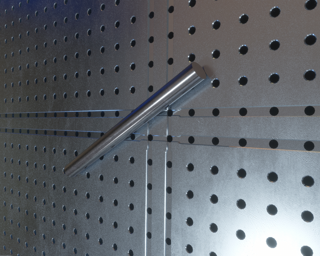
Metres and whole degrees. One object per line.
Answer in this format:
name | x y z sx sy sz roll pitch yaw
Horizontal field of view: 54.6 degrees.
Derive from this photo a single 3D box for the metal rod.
metal rod | -0.054 0.003 0.455 0.299 0.025 0.025 -35 68 34
